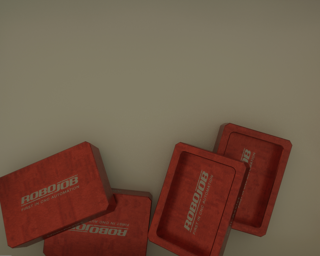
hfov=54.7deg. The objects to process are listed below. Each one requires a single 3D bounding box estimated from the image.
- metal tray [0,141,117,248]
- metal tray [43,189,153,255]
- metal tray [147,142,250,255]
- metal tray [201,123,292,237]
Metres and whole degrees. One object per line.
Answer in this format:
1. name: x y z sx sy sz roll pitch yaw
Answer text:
1. metal tray: -0.130 0.083 0.388 0.131 0.030 0.090 -23 69 3
2. metal tray: -0.079 0.126 0.408 0.131 0.030 0.089 6 90 -1
3. metal tray: 0.047 0.091 0.380 0.090 0.030 0.129 17 90 26
4. metal tray: 0.109 0.066 0.410 0.090 0.030 0.129 17 90 -1
